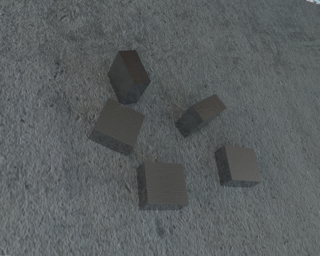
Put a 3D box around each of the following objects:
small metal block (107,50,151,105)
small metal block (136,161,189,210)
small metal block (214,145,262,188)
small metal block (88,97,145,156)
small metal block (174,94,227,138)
[{"bbox_3d":[-0.042,-0.065,0.405,0.025,0.050,0.050,-13,68,-33],"label":"small metal block"},{"bbox_3d":[0.002,0.068,0.363,0.050,0.025,0.050,7,59,-25],"label":"small metal block"},{"bbox_3d":[0.108,0.054,0.429,0.050,0.025,0.050,8,58,-24],"label":"small metal block"},{"bbox_3d":[-0.052,-0.002,0.377,0.050,0.025,0.050,26,53,-12],"label":"small metal block"},{"bbox_3d":[0.056,-0.016,0.427,0.050,0.050,0.025,-28,77,-37],"label":"small metal block"}]
